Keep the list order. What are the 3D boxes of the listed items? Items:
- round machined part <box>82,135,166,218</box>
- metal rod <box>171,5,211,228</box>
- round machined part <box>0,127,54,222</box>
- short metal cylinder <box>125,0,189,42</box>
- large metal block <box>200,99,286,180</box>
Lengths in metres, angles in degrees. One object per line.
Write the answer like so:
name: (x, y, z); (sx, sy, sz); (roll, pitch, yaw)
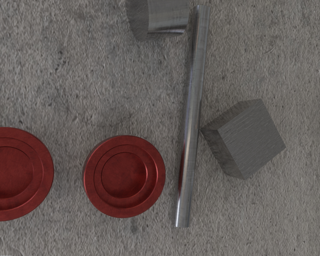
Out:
round machined part: (-0.046, 0.057, 0.383); (0.099, 0.042, 0.097); (0, 90, -20)
metal rod: (0.043, -0.017, 0.425); (0.025, 0.025, 0.298); (7, 88, -20)
round machined part: (-0.168, 0.048, 0.338); (0.099, 0.042, 0.097); (0, 90, -20)
short metal cylinder: (-0.006, -0.150, 0.378); (0.050, 0.080, 0.080); (-15, 95, -19)
large metal block: (0.117, 0.015, 0.439); (0.080, 0.050, 0.080); (-34, 101, -17)
